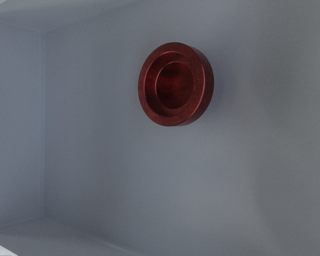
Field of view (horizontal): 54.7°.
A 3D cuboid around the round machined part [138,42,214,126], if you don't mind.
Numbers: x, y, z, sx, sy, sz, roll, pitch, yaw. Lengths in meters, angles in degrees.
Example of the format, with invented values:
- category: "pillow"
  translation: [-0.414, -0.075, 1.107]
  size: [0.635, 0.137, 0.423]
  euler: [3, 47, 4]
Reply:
- category: "round machined part"
  translation: [0.023, -0.051, 0.375]
  size: [0.098, 0.042, 0.097]
  euler: [0, 90, 39]
